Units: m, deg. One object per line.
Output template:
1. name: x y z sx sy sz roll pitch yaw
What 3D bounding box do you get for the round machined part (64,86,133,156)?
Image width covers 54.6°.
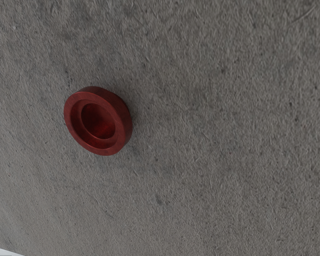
1. round machined part: -0.081 -0.013 0.431 0.098 0.042 0.097 13 124 21
